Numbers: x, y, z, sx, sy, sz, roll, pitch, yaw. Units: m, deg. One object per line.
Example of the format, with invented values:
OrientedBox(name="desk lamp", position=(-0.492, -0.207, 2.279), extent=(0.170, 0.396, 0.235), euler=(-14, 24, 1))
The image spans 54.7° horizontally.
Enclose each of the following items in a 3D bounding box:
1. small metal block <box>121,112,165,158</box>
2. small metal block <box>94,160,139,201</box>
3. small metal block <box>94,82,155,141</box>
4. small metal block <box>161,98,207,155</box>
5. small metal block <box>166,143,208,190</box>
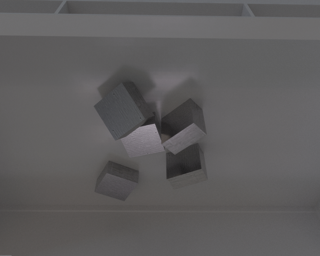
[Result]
OrientedBox(name="small metal block", position=(-0.024, 0.010, 0.417), extent=(0.050, 0.025, 0.050), euler=(-12, 129, 9))
OrientedBox(name="small metal block", position=(-0.067, 0.083, 0.479), extent=(0.050, 0.025, 0.050), euler=(22, 127, -18))
OrientedBox(name="small metal block", position=(-0.043, -0.021, 0.374), extent=(0.050, 0.025, 0.050), euler=(-35, 84, 26))
OrientedBox(name="small metal block", position=(0.029, -0.002, 0.391), extent=(0.050, 0.050, 0.025), euler=(-35, 122, 26))
OrientedBox(name="small metal block", position=(0.037, 0.054, 0.439), extent=(0.050, 0.050, 0.025), euler=(-19, 128, 15))
